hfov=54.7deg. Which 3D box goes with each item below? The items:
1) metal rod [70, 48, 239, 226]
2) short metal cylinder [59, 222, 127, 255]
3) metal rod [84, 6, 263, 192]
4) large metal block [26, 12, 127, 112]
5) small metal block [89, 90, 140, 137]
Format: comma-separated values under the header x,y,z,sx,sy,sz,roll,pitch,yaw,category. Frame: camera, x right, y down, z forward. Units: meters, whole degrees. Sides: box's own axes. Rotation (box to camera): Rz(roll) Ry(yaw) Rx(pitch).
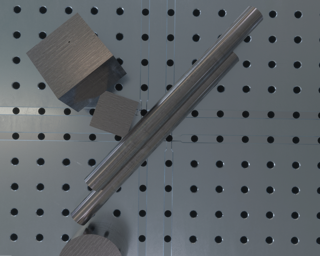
x,y,z,sx,sy,sz,roll,pitch,yaw,category
-0.007,0.011,0.413,0.025,0.025,0.300,43,90,0,metal rod
-0.084,0.168,0.400,0.081,0.050,0.079,0,90,0,short metal cylinder
0.017,-0.036,0.392,0.025,0.025,0.300,44,90,0,metal rod
-0.103,-0.081,0.388,0.080,0.050,0.080,-39,71,0,large metal block
-0.059,-0.018,0.413,0.050,0.025,0.050,19,90,0,small metal block
